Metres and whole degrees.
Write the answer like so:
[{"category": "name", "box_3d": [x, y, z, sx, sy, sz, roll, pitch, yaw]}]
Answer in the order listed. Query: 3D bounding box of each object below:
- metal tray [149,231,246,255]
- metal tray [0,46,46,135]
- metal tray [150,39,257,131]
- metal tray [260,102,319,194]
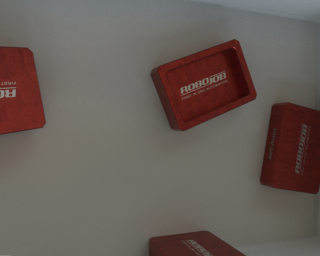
[{"category": "metal tray", "box_3d": [0.049, 0.163, 0.373, 0.091, 0.130, 0.030, 0, 90, -20]}, {"category": "metal tray", "box_3d": [-0.187, -0.034, 0.306, 0.131, 0.030, 0.089, -14, 96, -49]}, {"category": "metal tray", "box_3d": [0.063, -0.060, 0.430, 0.131, 0.030, 0.090, -23, 98, -19]}, {"category": "metal tray", "box_3d": [0.212, 0.032, 0.486, 0.091, 0.030, 0.129, 12, 86, -20]}]
